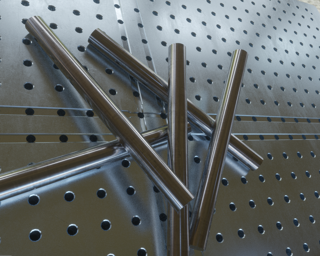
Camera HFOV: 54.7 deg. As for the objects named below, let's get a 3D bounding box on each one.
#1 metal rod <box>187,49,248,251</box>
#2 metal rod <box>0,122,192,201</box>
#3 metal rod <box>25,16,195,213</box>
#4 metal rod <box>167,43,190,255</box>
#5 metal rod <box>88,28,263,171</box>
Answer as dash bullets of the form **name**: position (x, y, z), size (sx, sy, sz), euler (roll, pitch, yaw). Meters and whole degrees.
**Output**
- **metal rod**: position (0.083, 0.010, 0.419), size (0.025, 0.025, 0.300), euler (26, 61, -13)
- **metal rod**: position (-0.084, 0.036, 0.341), size (0.302, 0.025, 0.025), euler (-17, 71, -35)
- **metal rod**: position (-0.068, -0.028, 0.364), size (0.025, 0.025, 0.300), euler (-29, 71, -38)
- **metal rod**: position (0.022, 0.027, 0.377), size (0.025, 0.025, 0.299), euler (11, 65, -23)
- **metal rod**: position (0.024, -0.039, 0.446), size (0.301, 0.025, 0.025), euler (38, 51, -3)
